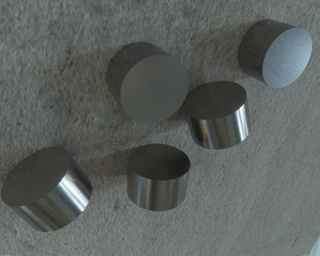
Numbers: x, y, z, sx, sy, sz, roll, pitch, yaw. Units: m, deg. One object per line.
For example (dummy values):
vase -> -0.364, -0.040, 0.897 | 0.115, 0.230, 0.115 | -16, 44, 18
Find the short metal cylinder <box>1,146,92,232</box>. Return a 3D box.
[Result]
short metal cylinder -> -0.124, 0.067, 0.346 | 0.080, 0.080, 0.050 | -31, 129, -9

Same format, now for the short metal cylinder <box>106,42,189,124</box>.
short metal cylinder -> -0.015, -0.052, 0.352 | 0.081, 0.050, 0.079 | -14, 124, -21

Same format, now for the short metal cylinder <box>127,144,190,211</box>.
short metal cylinder -> -0.003, 0.063, 0.410 | 0.081, 0.080, 0.050 | -10, 123, -24

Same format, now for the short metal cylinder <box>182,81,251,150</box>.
short metal cylinder -> 0.074, -0.018, 0.403 | 0.080, 0.080, 0.050 | -29, 129, -11

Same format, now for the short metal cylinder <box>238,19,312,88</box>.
short metal cylinder -> 0.153, -0.100, 0.415 | 0.081, 0.050, 0.079 | -14, 125, -21
